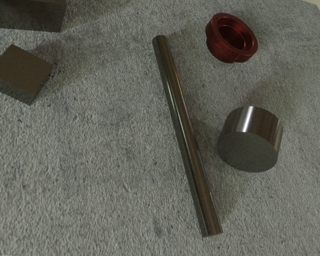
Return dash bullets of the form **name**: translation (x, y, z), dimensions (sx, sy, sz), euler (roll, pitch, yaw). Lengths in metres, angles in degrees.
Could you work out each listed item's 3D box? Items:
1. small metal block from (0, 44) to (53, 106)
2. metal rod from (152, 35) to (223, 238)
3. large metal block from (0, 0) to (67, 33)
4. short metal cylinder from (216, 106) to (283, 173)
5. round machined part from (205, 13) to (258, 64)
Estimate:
- **small metal block**: translation (-0.160, -0.061, 0.356), dimensions (0.050, 0.025, 0.050), euler (27, 52, -12)
- **metal rod**: translation (0.031, -0.006, 0.425), dimensions (0.025, 0.025, 0.299), euler (1, 61, -28)
- **large metal block**: translation (-0.174, -0.175, 0.401), dimensions (0.081, 0.050, 0.080), euler (-6, 65, -31)
- **short metal cylinder**: translation (0.124, 0.017, 0.427), dimensions (0.080, 0.080, 0.050), euler (34, 51, -6)
- **round machined part**: translation (0.123, -0.155, 0.557), dimensions (0.099, 0.042, 0.098), euler (14, 56, -21)
